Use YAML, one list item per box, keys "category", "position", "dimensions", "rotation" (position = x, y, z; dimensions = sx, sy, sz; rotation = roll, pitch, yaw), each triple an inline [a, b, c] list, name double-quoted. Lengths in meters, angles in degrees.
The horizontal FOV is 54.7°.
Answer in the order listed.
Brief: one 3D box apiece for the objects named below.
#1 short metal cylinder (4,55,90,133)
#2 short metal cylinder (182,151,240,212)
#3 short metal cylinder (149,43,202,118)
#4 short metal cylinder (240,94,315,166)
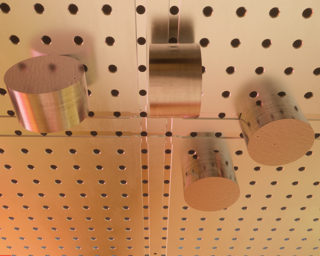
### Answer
- category: "short metal cylinder"
  position: [-0.121, -0.039, 0.341]
  dimensions: [0.081, 0.080, 0.050]
  rotation: [1, 130, -1]
- category: "short metal cylinder"
  position: [0.075, 0.081, 0.465]
  dimensions: [0.081, 0.050, 0.079]
  rotation: [0, 130, 0]
- category: "short metal cylinder"
  position: [0.015, -0.050, 0.333]
  dimensions: [0.050, 0.080, 0.079]
  rotation: [0, 130, 0]
- category: "short metal cylinder"
  position: [0.148, 0.004, 0.400]
  dimensions: [0.081, 0.050, 0.079]
  rotation: [0, 130, 0]
